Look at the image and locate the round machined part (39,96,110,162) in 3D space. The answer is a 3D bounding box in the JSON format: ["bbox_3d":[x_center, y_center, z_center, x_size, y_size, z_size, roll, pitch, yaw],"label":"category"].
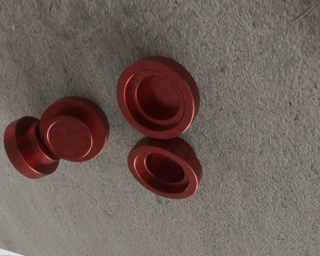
[{"bbox_3d":[-0.126,0.007,0.445,0.099,0.042,0.097,1,113,3],"label":"round machined part"}]

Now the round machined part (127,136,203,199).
[{"bbox_3d":[0.010,0.046,0.413,0.098,0.042,0.097,16,135,17],"label":"round machined part"}]

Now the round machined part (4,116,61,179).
[{"bbox_3d":[-0.187,0.026,0.480,0.042,0.098,0.098,-22,108,14],"label":"round machined part"}]

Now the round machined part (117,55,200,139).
[{"bbox_3d":[0.001,-0.039,0.370,0.098,0.042,0.097,13,122,21],"label":"round machined part"}]
